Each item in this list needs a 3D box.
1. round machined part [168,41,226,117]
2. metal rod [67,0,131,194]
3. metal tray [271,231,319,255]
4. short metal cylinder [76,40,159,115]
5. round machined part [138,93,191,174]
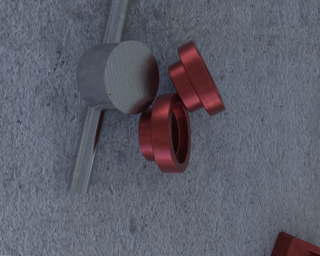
[{"bbox_3d":[0.044,-0.058,0.396,0.042,0.098,0.098,-26,100,14],"label":"round machined part"},{"bbox_3d":[-0.069,-0.070,0.384,0.025,0.025,0.298,13,86,-20],"label":"metal rod"},{"bbox_3d":[0.209,0.241,0.486,0.090,0.030,0.130,27,81,-19],"label":"metal tray"},{"bbox_3d":[-0.046,-0.057,0.353,0.081,0.050,0.079,-10,103,-47],"label":"short metal cylinder"},{"bbox_3d":[0.006,0.007,0.384,0.042,0.098,0.097,-4,92,20],"label":"round machined part"}]
